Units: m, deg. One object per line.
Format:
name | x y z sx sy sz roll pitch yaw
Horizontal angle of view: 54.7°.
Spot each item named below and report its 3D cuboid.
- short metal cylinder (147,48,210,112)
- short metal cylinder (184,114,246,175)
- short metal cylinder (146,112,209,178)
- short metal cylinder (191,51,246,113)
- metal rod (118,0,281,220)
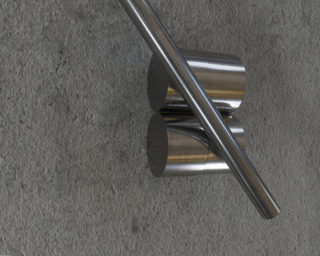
short metal cylinder | 0.020 -0.060 0.389 0.050 0.080 0.079 1 90 -20
short metal cylinder | 0.067 0.021 0.406 0.050 0.080 0.079 1 90 -20
short metal cylinder | 0.019 0.021 0.388 0.050 0.080 0.079 1 90 -20
short metal cylinder | 0.067 -0.059 0.406 0.050 0.080 0.079 1 90 -20
metal rod | 0.050 -0.018 0.344 0.025 0.025 0.299 -38 103 -16
